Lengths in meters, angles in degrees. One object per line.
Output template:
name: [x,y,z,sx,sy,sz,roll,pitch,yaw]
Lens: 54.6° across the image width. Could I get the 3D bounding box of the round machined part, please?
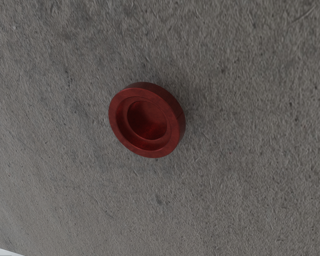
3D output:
round machined part: [-0.013,-0.013,0.395,0.098,0.042,0.097,13,124,21]
